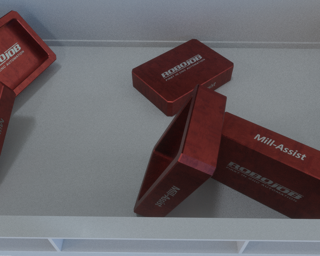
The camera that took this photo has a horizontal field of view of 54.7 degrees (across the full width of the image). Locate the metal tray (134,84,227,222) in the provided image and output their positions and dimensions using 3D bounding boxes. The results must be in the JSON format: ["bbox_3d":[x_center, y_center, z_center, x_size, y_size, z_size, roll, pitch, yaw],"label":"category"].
[{"bbox_3d":[0.017,0.029,0.310,0.030,0.129,0.090,24,51,-8],"label":"metal tray"}]

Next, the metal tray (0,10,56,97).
[{"bbox_3d":[-0.223,-0.095,0.441,0.030,0.090,0.130,-12,37,43],"label":"metal tray"}]

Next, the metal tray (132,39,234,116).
[{"bbox_3d":[0.035,-0.081,0.470,0.131,0.030,0.090,-32,57,-24],"label":"metal tray"}]

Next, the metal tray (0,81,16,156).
[{"bbox_3d":[-0.232,0.007,0.360,0.090,0.030,0.130,6,75,4],"label":"metal tray"}]

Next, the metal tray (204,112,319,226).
[{"bbox_3d":[0.113,0.044,0.325,0.130,0.090,0.030,26,58,20],"label":"metal tray"}]
